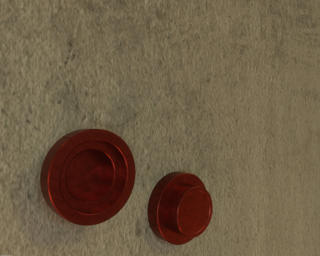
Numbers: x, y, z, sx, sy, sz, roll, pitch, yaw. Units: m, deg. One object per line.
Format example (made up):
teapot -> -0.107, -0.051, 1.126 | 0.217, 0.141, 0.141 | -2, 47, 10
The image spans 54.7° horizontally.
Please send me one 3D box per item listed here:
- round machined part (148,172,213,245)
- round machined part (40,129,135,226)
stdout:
round machined part -> 0.035, 0.111, 0.425 | 0.099, 0.042, 0.097 | 0, 90, -40
round machined part -> -0.078, 0.049, 0.330 | 0.099, 0.042, 0.097 | 0, 90, -40
